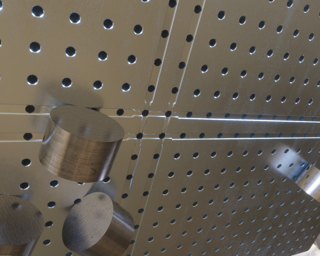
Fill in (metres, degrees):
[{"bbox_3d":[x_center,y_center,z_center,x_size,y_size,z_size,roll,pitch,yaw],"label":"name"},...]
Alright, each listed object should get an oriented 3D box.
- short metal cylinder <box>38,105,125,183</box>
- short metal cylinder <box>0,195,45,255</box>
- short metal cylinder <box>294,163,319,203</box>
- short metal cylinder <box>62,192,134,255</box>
[{"bbox_3d":[-0.085,0.015,0.340,0.081,0.080,0.050,9,114,-33],"label":"short metal cylinder"},{"bbox_3d":[-0.181,0.122,0.353,0.081,0.080,0.050,17,109,-35],"label":"short metal cylinder"},{"bbox_3d":[0.323,0.116,0.628,0.080,0.080,0.050,28,103,-38],"label":"short metal cylinder"},{"bbox_3d":[-0.082,0.134,0.415,0.080,0.080,0.050,-39,130,-2],"label":"short metal cylinder"}]
